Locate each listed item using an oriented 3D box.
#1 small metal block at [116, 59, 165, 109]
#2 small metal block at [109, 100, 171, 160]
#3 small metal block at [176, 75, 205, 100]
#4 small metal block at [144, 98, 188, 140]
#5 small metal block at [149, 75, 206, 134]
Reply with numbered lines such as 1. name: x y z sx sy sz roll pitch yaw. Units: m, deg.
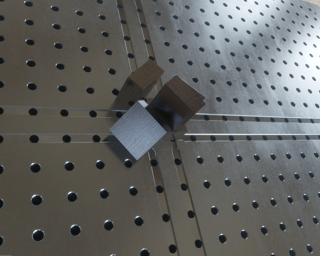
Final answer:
1. small metal block: -0.027 -0.057 0.412 0.025 0.050 0.050 42 51 0
2. small metal block: -0.023 0.002 0.374 0.050 0.050 0.025 47 14 5
3. small metal block: 0.035 -0.051 0.440 0.050 0.025 0.050 37 11 -4
4. small metal block: 0.004 -0.011 0.416 0.050 0.025 0.050 1 61 -29
5. small metal block: 0.020 -0.029 0.388 0.050 0.050 0.025 46 50 3
